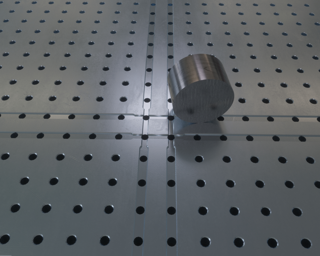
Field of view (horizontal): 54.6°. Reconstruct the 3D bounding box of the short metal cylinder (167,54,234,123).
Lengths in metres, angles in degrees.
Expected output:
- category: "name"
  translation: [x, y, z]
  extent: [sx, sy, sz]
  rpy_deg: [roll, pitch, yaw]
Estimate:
- category: "short metal cylinder"
  translation: [0.053, -0.052, 0.416]
  extent: [0.080, 0.080, 0.050]
  rpy_deg: [-6, 50, -5]
